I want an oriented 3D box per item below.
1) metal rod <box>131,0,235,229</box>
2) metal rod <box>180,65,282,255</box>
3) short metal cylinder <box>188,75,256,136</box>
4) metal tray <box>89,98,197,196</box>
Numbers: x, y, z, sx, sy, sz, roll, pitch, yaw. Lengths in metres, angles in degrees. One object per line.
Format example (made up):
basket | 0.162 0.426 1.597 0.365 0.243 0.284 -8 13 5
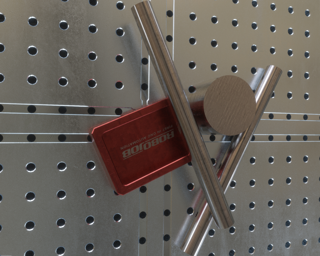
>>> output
metal rod | 0.032 -0.010 0.391 0.025 0.025 0.299 -25 98 -18
metal rod | 0.107 0.041 0.452 0.025 0.025 0.299 31 80 -18
short metal cylinder | 0.085 -0.030 0.430 0.081 0.050 0.079 0 90 -20
metal tray | -0.014 0.018 0.404 0.131 0.030 0.090 -24 98 -19
